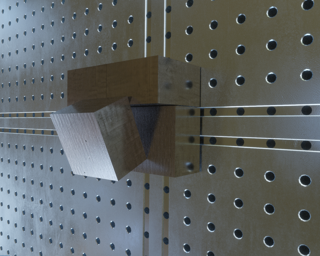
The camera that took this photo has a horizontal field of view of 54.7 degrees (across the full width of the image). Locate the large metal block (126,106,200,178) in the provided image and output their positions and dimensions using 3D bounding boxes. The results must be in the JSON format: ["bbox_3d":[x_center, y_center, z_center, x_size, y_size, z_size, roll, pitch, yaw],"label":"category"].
[{"bbox_3d":[0.002,0.014,0.386,0.080,0.050,0.079,1,91,39],"label":"large metal block"}]

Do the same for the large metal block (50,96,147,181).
[{"bbox_3d":[-0.072,0.011,0.363,0.080,0.050,0.080,0,114,39],"label":"large metal block"}]

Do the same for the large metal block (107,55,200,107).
[{"bbox_3d":[-0.007,-0.051,0.376,0.080,0.081,0.050,1,91,39],"label":"large metal block"}]

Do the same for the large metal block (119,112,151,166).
[{"bbox_3d":[-0.060,0.012,0.438,0.080,0.050,0.079,1,91,39],"label":"large metal block"}]

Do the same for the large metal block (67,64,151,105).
[{"bbox_3d":[-0.069,-0.053,0.427,0.080,0.081,0.050,1,91,39],"label":"large metal block"}]
